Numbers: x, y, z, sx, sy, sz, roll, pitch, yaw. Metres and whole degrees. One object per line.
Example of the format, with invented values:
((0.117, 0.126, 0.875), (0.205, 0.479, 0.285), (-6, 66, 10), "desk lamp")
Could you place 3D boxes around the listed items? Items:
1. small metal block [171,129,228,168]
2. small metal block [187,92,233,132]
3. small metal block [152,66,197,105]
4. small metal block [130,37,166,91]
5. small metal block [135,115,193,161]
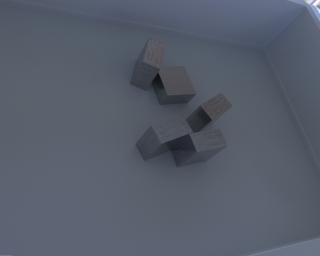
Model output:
((0.050, 0.026, 0.402), (0.050, 0.050, 0.025), (-8, 66, -32), "small metal block")
((0.067, -0.019, 0.439), (0.050, 0.050, 0.025), (-31, 80, -38), "small metal block")
((0.018, -0.063, 0.456), (0.050, 0.025, 0.050), (-7, 65, -32), "small metal block")
((-0.017, -0.090, 0.436), (0.025, 0.050, 0.050), (22, 54, -15), "small metal block")
((0.005, 0.013, 0.386), (0.050, 0.050, 0.025), (-19, 72, -35), "small metal block")
